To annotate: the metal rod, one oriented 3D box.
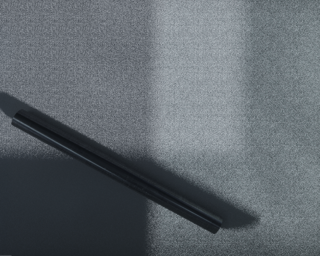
[{"bbox_3d":[-0.055,0.058,0.410,0.301,0.025,0.025,29,90,-1],"label":"metal rod"}]
